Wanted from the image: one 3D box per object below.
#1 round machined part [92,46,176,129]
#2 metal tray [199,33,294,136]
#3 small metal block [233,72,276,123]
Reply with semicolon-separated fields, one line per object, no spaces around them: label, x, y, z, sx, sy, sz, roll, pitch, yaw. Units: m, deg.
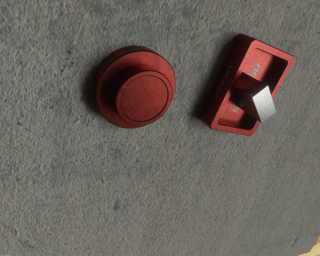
round machined part;-0.025;-0.041;0.358;0.099;0.042;0.097;-14;125;-21
metal tray;0.122;-0.056;0.437;0.091;0.030;0.129;10;113;-33
small metal block;0.125;-0.041;0.419;0.025;0.050;0.050;-38;130;-3
